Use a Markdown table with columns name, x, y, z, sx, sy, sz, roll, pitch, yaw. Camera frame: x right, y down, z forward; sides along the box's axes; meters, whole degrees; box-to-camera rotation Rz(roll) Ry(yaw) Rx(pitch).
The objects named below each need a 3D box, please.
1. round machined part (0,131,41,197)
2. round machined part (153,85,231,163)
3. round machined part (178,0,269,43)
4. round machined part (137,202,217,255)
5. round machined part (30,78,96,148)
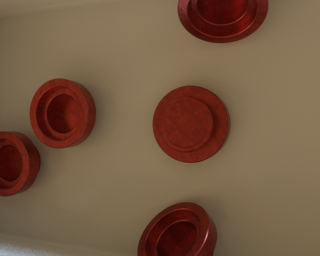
| name | x | y | z | sx | sy | sz | roll | pitch | yaw |
| --- | --- | --- | --- | --- | --- | --- | --- | --- | --- |
| round machined part | -0.228 | 0.054 | 0.482 | 0.098 | 0.042 | 0.097 | 0 | 90 | 20 |
| round machined part | 0.036 | -0.005 | 0.389 | 0.098 | 0.042 | 0.097 | 0 | 90 | 20 |
| round machined part | 0.071 | -0.147 | 0.354 | 0.098 | 0.098 | 0.042 | -2 | 61 | 20 |
| round machined part | 0.025 | 0.141 | 0.373 | 0.098 | 0.098 | 0.042 | -27 | 116 | 18 |
| round machined part | -0.135 | -0.020 | 0.449 | 0.098 | 0.042 | 0.097 | 0 | 90 | 20 |
